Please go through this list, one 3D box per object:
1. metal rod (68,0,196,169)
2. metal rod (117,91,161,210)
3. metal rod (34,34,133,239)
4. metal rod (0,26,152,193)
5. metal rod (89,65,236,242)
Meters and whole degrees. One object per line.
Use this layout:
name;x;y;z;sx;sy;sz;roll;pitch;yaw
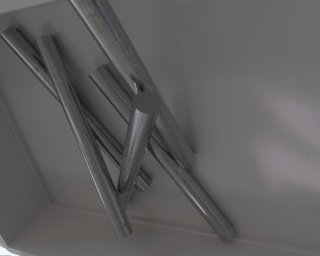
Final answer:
metal rod;-0.016;-0.037;0.306;0.025;0.025;0.300;3;148;27
metal rod;-0.039;0.054;0.402;0.025;0.025;0.298;31;147;8
metal rod;-0.104;0.017;0.436;0.025;0.025;0.299;-16;98;34
metal rod;-0.118;-0.023;0.457;0.300;0.025;0.025;49;129;-7
metal rod;0.008;0.041;0.429;0.025;0.025;0.300;-31;101;38
